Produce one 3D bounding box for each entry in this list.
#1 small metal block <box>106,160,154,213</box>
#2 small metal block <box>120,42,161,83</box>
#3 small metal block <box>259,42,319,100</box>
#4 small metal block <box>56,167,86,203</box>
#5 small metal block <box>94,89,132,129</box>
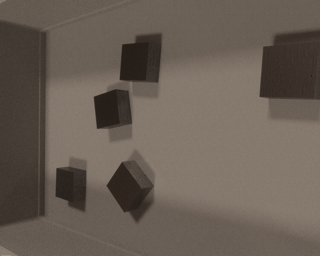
[{"bbox_3d":[-0.043,0.082,0.440,0.050,0.025,0.050,49,119,28],"label":"small metal block"},{"bbox_3d":[-0.027,-0.089,0.427,0.050,0.025,0.050,8,95,39],"label":"small metal block"},{"bbox_3d":[0.128,-0.054,0.301,0.050,0.025,0.050,6,94,39],"label":"small metal block"},{"bbox_3d":[-0.153,0.095,0.530,0.050,0.025,0.050,4,93,39],"label":"small metal block"},{"bbox_3d":[-0.071,-0.027,0.463,0.050,0.025,0.050,-11,83,39],"label":"small metal block"}]
